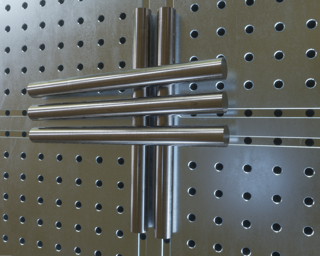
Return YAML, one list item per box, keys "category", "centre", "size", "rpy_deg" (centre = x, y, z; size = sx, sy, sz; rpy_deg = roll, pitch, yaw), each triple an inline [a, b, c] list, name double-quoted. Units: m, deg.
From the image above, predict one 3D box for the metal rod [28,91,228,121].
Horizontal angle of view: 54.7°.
- category: "metal rod"
  centre: [-0.061, -0.026, 0.411]
  size: [0.300, 0.025, 0.025]
  rpy_deg: [-1, 90, 27]

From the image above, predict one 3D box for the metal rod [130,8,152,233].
- category: "metal rod"
  centre: [-0.026, -0.010, 0.421]
  size: [0.025, 0.025, 0.298]
  rpy_deg: [1, 90, 19]

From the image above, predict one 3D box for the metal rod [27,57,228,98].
- category: "metal rod"
  centre: [-0.062, -0.062, 0.411]
  size: [0.300, 0.025, 0.025]
  rpy_deg: [-2, 90, 27]

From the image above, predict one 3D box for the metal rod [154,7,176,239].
- category: "metal rod"
  centre: [0.007, -0.006, 0.410]
  size: [0.025, 0.025, 0.298]
  rpy_deg: [1, 90, 19]

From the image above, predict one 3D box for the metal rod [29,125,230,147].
- category: "metal rod"
  centre: [-0.060, 0.010, 0.410]
  size: [0.300, 0.025, 0.025]
  rpy_deg: [0, 90, 28]
